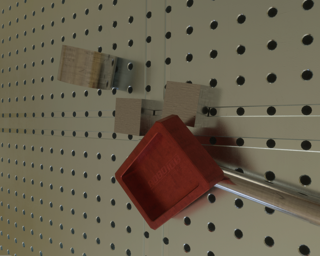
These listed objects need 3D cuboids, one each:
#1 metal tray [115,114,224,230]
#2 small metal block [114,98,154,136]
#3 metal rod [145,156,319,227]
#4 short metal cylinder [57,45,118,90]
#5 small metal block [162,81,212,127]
[{"bbox_3d":[0.004,0.057,0.370,0.090,0.030,0.129,52,134,14],"label":"metal tray"},{"bbox_3d":[-0.037,-0.016,0.438,0.050,0.025,0.050,7,94,39],"label":"small metal block"},{"bbox_3d":[0.096,0.064,0.329,0.300,0.025,0.025,16,100,38],"label":"metal rod"},{"bbox_3d":[-0.107,-0.089,0.459,0.080,0.081,0.050,20,103,38],"label":"short metal cylinder"},{"bbox_3d":[0.032,-0.030,0.381,0.050,0.025,0.050,14,99,39],"label":"small metal block"}]
